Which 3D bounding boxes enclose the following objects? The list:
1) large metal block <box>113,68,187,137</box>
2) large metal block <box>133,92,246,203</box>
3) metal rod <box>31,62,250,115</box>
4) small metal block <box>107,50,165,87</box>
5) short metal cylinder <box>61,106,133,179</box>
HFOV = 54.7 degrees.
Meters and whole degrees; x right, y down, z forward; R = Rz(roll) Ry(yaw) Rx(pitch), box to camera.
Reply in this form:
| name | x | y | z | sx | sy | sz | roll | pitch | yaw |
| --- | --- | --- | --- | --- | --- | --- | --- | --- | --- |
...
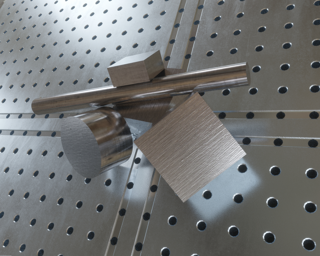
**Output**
| name | x | y | z | sx | sy | sz | roll | pitch | yaw |
| --- | --- | --- | --- | --- | --- | --- | --- | --- | --- |
| large metal block | -0.007 | -0.033 | 0.411 | 0.080 | 0.050 | 0.080 | 12 | 67 | 33 |
| large metal block | 0.030 | 0.018 | 0.334 | 0.080 | 0.050 | 0.080 | -39 | 95 | 2 |
| metal rod | -0.043 | -0.044 | 0.389 | 0.300 | 0.025 | 0.025 | -5 | 59 | 25 |
| small metal block | -0.029 | -0.074 | 0.385 | 0.050 | 0.025 | 0.050 | -6 | 24 | 25 |
| short metal cylinder | -0.081 | 0.017 | 0.392 | 0.080 | 0.079 | 0.050 | 21 | 30 | 36 |
